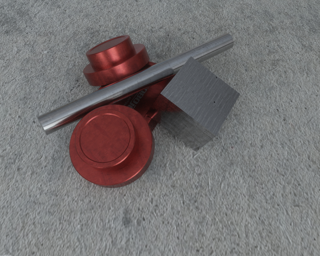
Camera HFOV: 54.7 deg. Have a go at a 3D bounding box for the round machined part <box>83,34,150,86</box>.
[{"bbox_3d":[-0.068,-0.103,0.454,0.098,0.042,0.098,-18,28,10],"label":"round machined part"}]

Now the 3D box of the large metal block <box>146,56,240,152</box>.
[{"bbox_3d":[0.043,-0.031,0.396,0.080,0.050,0.080,37,55,-2],"label":"large metal block"}]

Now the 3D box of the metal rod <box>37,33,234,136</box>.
[{"bbox_3d":[-0.017,-0.069,0.424,0.302,0.025,0.025,-28,56,-22],"label":"metal rod"}]

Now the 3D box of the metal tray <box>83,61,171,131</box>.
[{"bbox_3d":[-0.036,-0.044,0.438,0.090,0.030,0.130,19,53,15],"label":"metal tray"}]

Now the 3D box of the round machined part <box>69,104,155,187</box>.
[{"bbox_3d":[-0.057,0.017,0.356,0.099,0.042,0.098,-2,70,6],"label":"round machined part"}]
